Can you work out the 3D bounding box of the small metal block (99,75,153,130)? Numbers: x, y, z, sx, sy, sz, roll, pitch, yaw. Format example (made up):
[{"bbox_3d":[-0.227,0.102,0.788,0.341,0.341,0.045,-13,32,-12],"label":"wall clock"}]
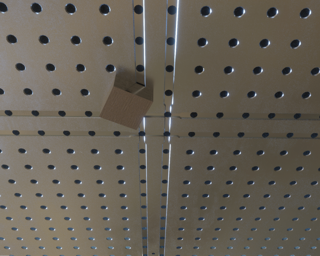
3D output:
[{"bbox_3d":[-0.042,-0.031,0.385,0.050,0.025,0.050,20,127,-17],"label":"small metal block"}]
